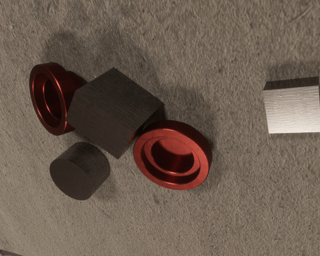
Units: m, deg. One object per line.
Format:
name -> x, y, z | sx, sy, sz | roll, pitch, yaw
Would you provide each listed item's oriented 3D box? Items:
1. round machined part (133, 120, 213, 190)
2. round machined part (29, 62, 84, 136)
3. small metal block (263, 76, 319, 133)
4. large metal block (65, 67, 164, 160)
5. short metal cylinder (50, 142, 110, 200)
round machined part -> 0.019, 0.030, 0.399 | 0.098, 0.042, 0.097 | 11, 127, 15
round machined part -> -0.136, -0.042, 0.426 | 0.098, 0.042, 0.097 | 21, 121, 40
small metal block -> 0.138, -0.023, 0.320 | 0.050, 0.025, 0.050 | -3, 117, 29
large metal block -> -0.055, -0.021, 0.386 | 0.080, 0.080, 0.050 | 36, 129, 4
short metal cylinder -> -0.128, 0.069, 0.499 | 0.080, 0.050, 0.079 | 13, 124, 20
